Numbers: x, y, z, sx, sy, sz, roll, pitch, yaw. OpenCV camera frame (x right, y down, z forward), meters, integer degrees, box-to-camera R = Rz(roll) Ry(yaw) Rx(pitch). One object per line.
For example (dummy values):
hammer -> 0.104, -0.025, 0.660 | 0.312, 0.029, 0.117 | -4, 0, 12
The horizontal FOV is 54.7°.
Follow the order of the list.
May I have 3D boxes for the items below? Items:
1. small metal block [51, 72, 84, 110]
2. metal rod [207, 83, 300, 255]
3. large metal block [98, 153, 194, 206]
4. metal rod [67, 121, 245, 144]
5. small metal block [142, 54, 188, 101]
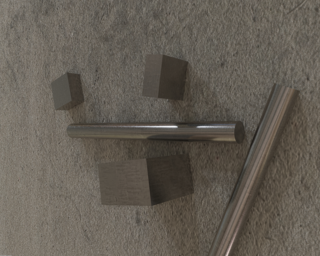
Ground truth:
small metal block -> -0.160, -0.062, 0.534 | 0.050, 0.025, 0.050 | -20, 78, 38
metal rod -> 0.081, 0.098, 0.336 | 0.025, 0.025, 0.298 | 27, 107, 36
large metal block -> -0.017, 0.062, 0.381 | 0.080, 0.081, 0.050 | -11, 83, 39
metal rod -> -0.031, 0.005, 0.427 | 0.300, 0.025, 0.025 | 0, 90, 39
small metal block -> 0.007, -0.061, 0.381 | 0.025, 0.050, 0.050 | 11, 97, 39
